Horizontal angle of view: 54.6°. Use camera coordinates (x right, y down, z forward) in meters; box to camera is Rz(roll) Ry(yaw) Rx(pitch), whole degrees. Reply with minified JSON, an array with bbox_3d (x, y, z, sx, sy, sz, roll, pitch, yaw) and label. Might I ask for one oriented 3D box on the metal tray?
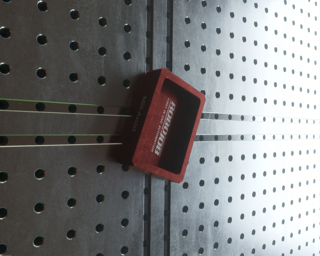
[{"bbox_3d":[0.007,-0.002,0.410,0.090,0.030,0.130,28,73,-37],"label":"metal tray"}]
